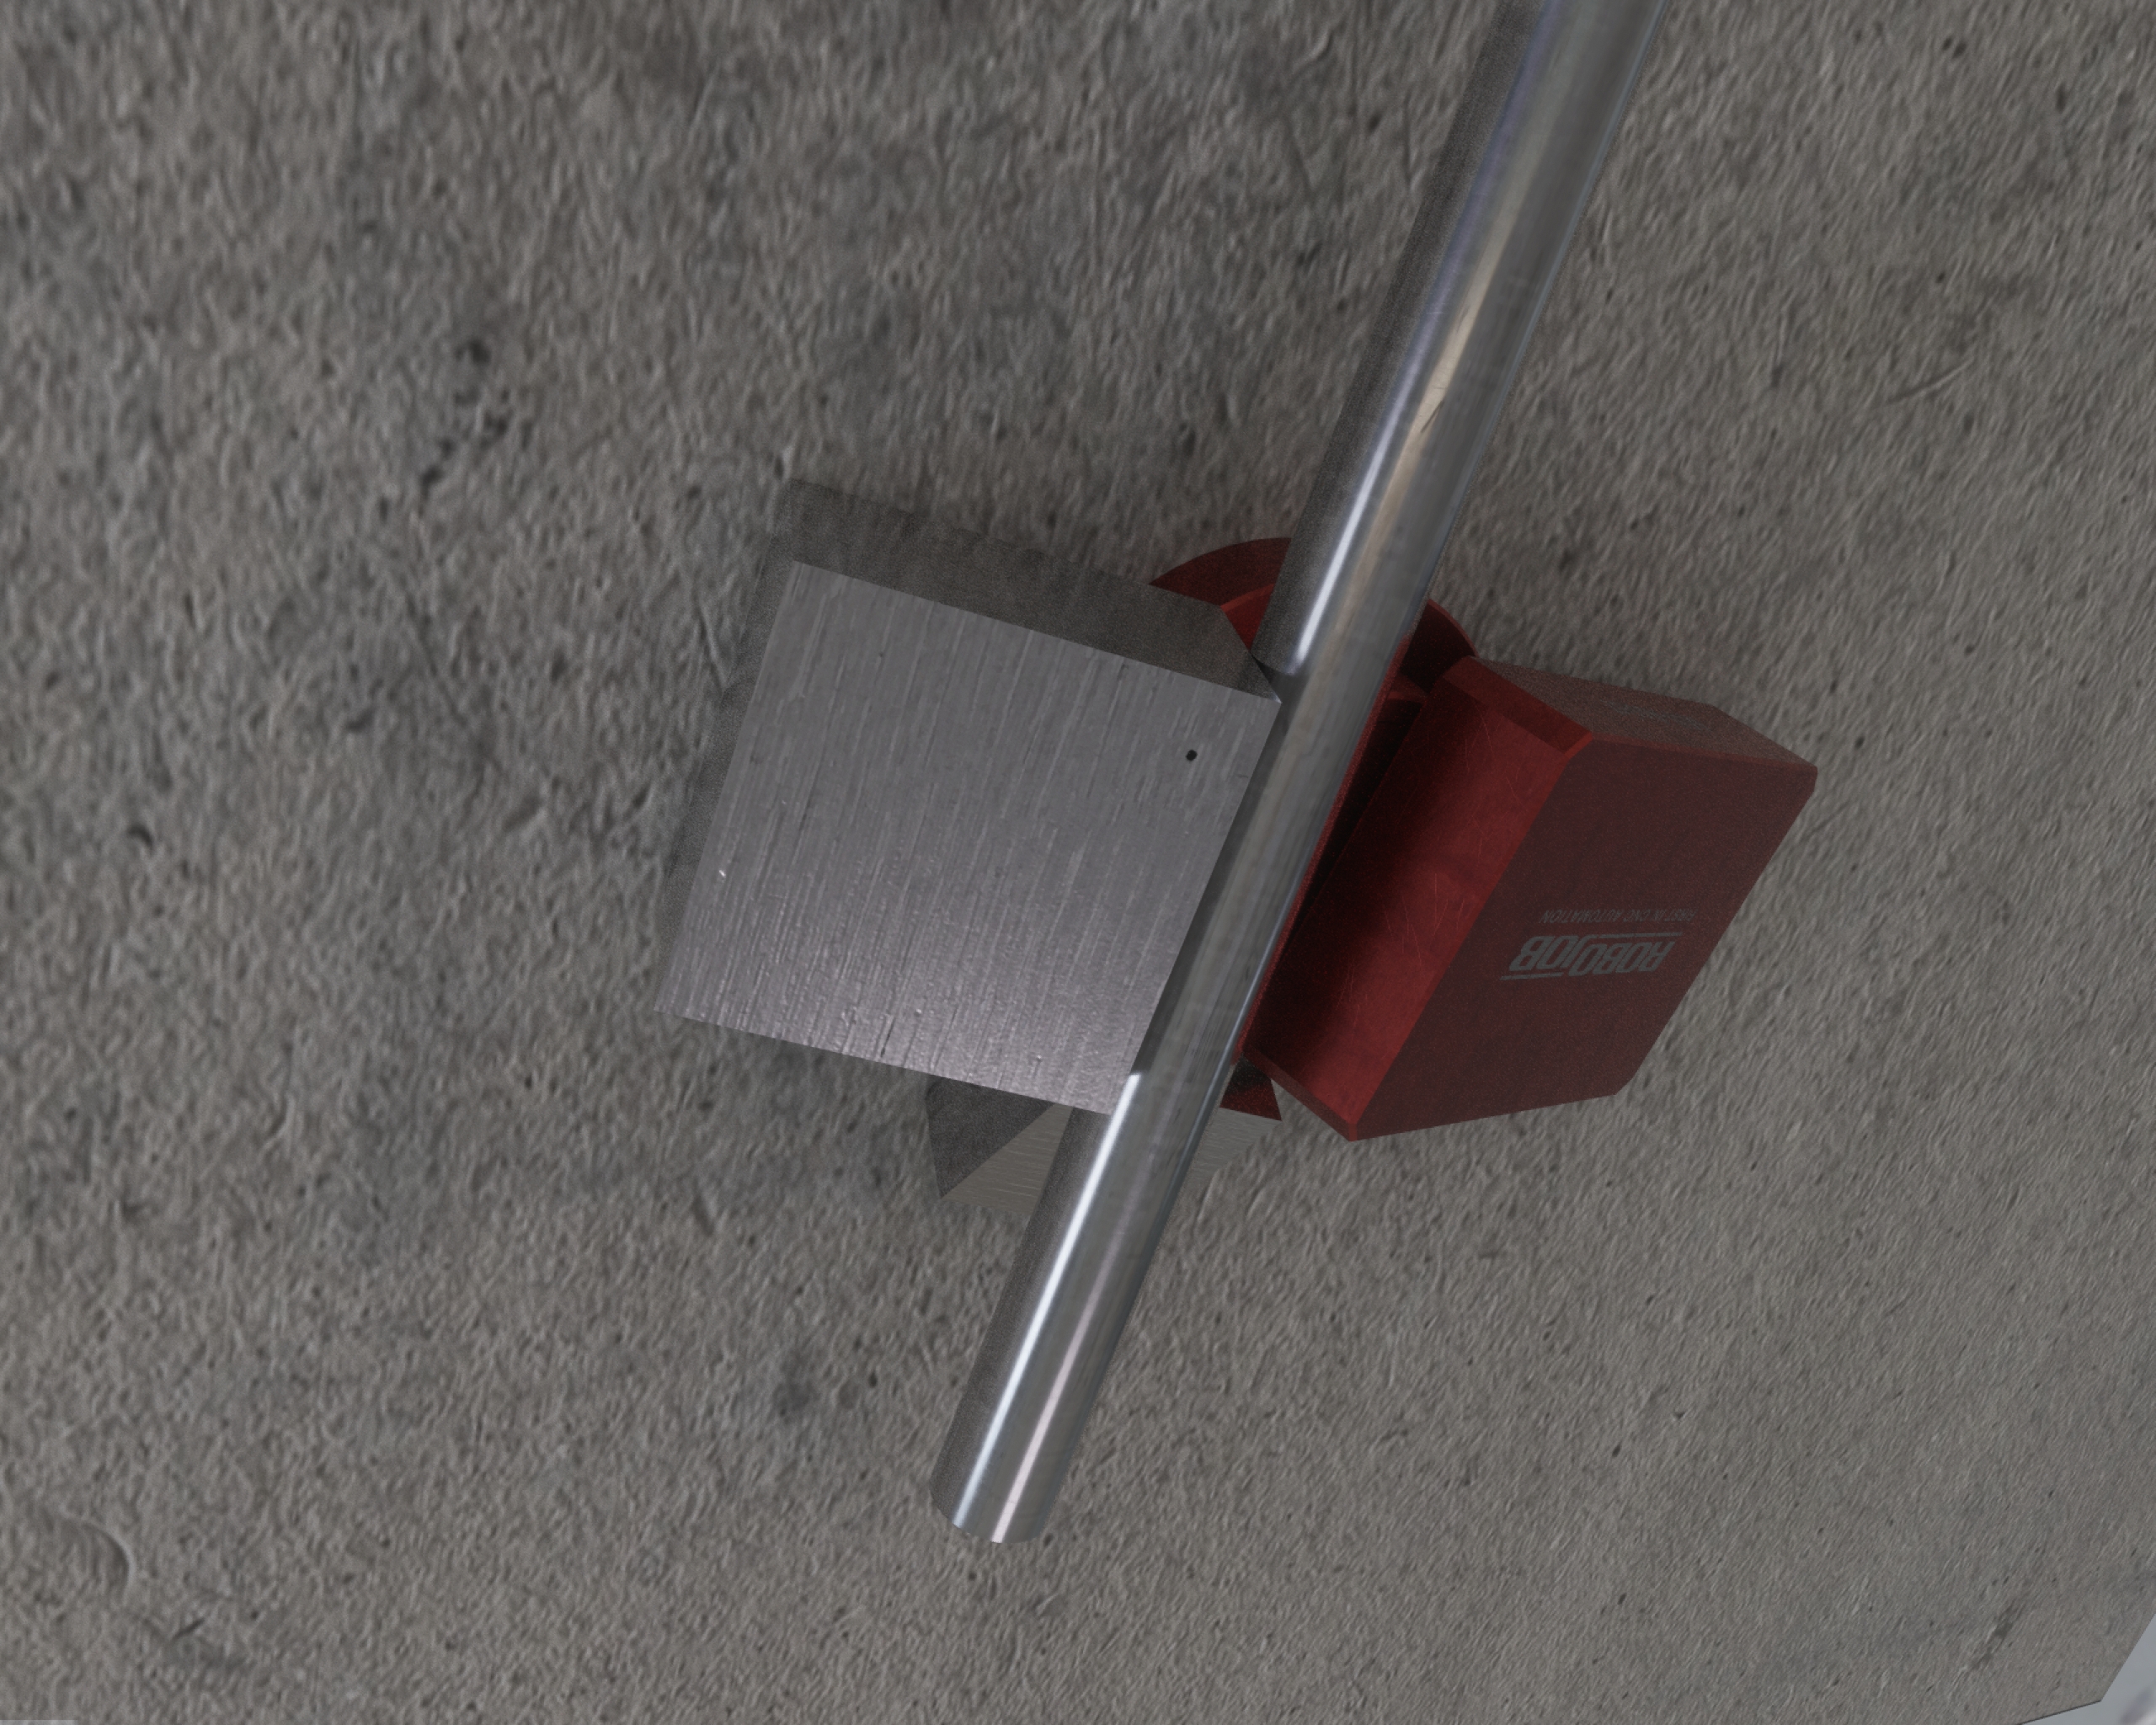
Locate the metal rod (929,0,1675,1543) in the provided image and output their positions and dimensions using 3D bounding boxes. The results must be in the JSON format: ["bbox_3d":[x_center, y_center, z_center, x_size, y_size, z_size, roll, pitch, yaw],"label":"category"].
[{"bbox_3d":[0.031,-0.005,0.368,0.025,0.025,0.298,8,112,-32],"label":"metal rod"}]

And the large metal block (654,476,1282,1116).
[{"bbox_3d":[-0.022,-0.011,0.359,0.081,0.050,0.079,15,112,-15],"label":"large metal block"}]

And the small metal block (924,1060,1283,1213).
[{"bbox_3d":[0.005,0.050,0.429,0.050,0.025,0.050,17,135,-35],"label":"small metal block"}]

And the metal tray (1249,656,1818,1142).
[{"bbox_3d":[0.098,0.008,0.435,0.131,0.030,0.089,2,121,-52],"label":"metal tray"}]

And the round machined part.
[{"bbox_3d":[0.042,-0.011,0.413,0.099,0.042,0.097,-14,124,-21],"label":"round machined part"}]
